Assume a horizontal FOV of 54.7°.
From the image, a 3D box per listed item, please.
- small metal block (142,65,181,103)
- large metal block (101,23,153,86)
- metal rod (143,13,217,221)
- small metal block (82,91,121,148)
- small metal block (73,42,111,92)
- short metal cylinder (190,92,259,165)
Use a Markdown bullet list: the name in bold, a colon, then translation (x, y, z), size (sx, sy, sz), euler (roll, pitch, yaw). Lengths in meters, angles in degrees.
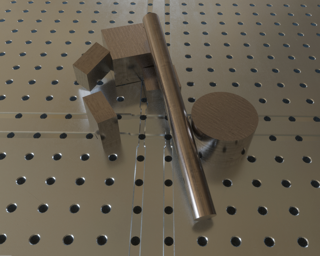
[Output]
- **small metal block**: translation (0.001, -0.067, 0.464), size (0.050, 0.025, 0.050), euler (-8, 51, -7)
- **large metal block**: translation (-0.042, -0.119, 0.490), size (0.081, 0.050, 0.080), euler (-14, 51, -13)
- **metal rod**: translation (0.017, -0.034, 0.397), size (0.025, 0.025, 0.299), euler (-9, 63, -8)
- **small metal block**: translation (-0.075, -0.011, 0.400), size (0.025, 0.050, 0.050), euler (-23, 54, -19)
- **small metal block**: translation (-0.099, -0.089, 0.456), size (0.025, 0.050, 0.050), euler (35, 69, 7)
- **short metal cylinder**: translation (0.078, 0.000, 0.393), size (0.081, 0.050, 0.080), euler (0, 50, 0)
